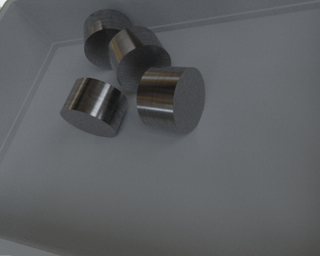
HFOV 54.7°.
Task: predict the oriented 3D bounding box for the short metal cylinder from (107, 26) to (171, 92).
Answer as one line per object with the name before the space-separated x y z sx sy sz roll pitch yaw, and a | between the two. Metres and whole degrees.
short metal cylinder | -0.030 -0.098 0.447 0.080 0.080 0.050 -33 52 7

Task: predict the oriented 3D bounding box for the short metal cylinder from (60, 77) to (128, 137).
short metal cylinder | -0.091 -0.027 0.435 0.080 0.080 0.050 5 65 30

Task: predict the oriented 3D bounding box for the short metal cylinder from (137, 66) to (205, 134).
short metal cylinder | 0.016 -0.036 0.385 0.050 0.080 0.080 10 67 32

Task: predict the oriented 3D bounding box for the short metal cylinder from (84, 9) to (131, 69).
short metal cylinder | -0.082 -0.143 0.501 0.080 0.080 0.050 -22 54 15
